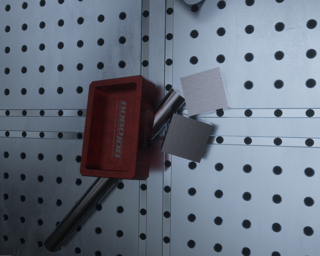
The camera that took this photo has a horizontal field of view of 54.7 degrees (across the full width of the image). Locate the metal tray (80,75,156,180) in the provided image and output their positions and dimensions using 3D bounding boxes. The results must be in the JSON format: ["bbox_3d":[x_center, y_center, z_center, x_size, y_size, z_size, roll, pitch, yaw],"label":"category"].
[{"bbox_3d":[-0.056,0.001,0.407,0.090,0.030,0.129,-2,79,30],"label":"metal tray"}]

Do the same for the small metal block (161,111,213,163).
[{"bbox_3d":[0.033,0.011,0.390,0.050,0.025,0.050,17,99,-4],"label":"small metal block"}]

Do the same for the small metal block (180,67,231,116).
[{"bbox_3d":[0.058,-0.044,0.392,0.050,0.025,0.050,-14,85,19],"label":"small metal block"}]

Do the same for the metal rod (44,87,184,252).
[{"bbox_3d":[-0.069,0.066,0.435,0.025,0.025,0.299,44,103,14],"label":"metal rod"}]

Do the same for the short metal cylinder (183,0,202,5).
[{"bbox_3d":[0.040,-0.197,0.369,0.050,0.080,0.080,47,104,14],"label":"short metal cylinder"}]
